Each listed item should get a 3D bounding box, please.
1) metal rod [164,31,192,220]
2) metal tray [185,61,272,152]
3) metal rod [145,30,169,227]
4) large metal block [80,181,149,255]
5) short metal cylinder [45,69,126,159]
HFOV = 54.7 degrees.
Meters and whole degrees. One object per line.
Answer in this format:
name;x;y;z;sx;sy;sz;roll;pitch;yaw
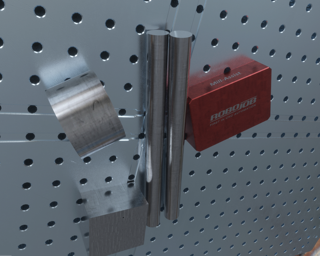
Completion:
metal rod;0.021;0.019;0.423;0.025;0.025;0.298;-14;128;-21
metal tray;0.096;-0.031;0.441;0.131;0.030;0.089;-24;127;-14
metal rod;-0.008;0.022;0.420;0.025;0.025;0.298;-12;124;-22
large metal block;-0.066;0.130;0.439;0.081;0.050;0.079;-8;122;-25
short metal cylinder;-0.077;-0.014;0.325;0.050;0.080;0.080;-27;128;-11
